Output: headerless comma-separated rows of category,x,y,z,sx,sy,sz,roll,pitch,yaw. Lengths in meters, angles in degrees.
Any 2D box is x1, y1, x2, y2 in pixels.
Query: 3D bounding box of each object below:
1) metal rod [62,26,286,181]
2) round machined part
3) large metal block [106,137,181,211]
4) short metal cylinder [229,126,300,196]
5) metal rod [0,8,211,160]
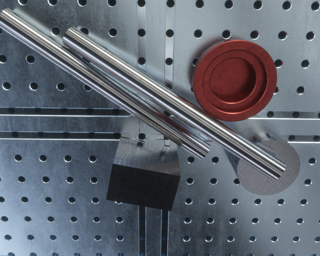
metal rod,0.017,-0.029,0.372,0.301,0.025,0.025,33,107,0
round machined part,0.088,-0.060,0.383,0.099,0.042,0.097,0,110,-1
large metal block,-0.020,0.058,0.405,0.081,0.080,0.050,11,110,-5
short metal cylinder,0.138,0.043,0.418,0.081,0.050,0.079,0,110,-1
metal rod,-0.061,-0.048,0.394,0.301,0.025,0.025,34,106,-12
